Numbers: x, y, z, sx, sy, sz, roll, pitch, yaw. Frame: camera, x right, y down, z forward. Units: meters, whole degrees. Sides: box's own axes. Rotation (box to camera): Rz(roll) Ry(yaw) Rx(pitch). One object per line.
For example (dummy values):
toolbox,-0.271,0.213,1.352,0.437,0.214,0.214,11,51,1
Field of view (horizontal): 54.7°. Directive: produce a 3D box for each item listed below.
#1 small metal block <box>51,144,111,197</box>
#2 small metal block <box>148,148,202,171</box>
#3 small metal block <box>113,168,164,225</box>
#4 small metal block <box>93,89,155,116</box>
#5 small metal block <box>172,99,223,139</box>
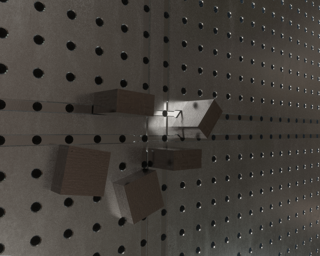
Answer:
small metal block,-0.086,0.047,0.339,0.050,0.025,0.050,14,81,-39
small metal block,0.020,0.040,0.412,0.050,0.050,0.025,1,90,-40
small metal block,-0.026,0.084,0.389,0.050,0.025,0.050,-21,103,-38
small metal block,-0.042,-0.027,0.359,0.050,0.050,0.025,5,87,-40
small metal block,0.053,-0.013,0.440,0.025,0.050,0.050,49,61,-30
